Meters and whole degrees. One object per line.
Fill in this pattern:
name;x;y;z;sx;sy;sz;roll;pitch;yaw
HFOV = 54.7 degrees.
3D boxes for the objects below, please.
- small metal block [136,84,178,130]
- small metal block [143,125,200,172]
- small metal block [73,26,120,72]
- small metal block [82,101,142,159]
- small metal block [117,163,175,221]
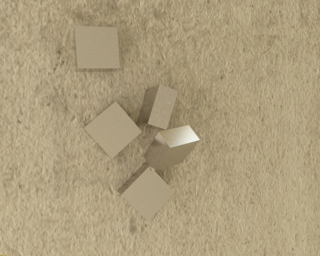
small metal block;-0.005;-0.025;0.395;0.025;0.050;0.050;19;84;-20
small metal block;0.014;0.026;0.393;0.050;0.050;0.025;-12;56;-39
small metal block;-0.078;-0.096;0.381;0.050;0.025;0.050;-4;92;-20
small metal block;-0.060;0.002;0.387;0.050;0.025;0.050;-43;104;-15
small metal block;-0.018;0.083;0.403;0.050;0.025;0.050;-45;105;-15
